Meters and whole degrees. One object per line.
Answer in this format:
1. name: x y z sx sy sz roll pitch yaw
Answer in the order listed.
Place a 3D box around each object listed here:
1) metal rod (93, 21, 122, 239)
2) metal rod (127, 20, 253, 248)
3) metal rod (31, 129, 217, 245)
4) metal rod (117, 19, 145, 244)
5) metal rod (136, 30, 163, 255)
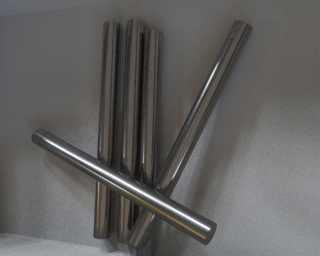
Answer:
1. metal rod: -0.074 0.004 0.435 0.025 0.025 0.298 3 91 19
2. metal rod: 0.036 0.010 0.383 0.025 0.025 0.299 27 93 17
3. metal rod: -0.067 0.062 0.398 0.300 0.025 0.025 22 98 31
4. metal rod: -0.039 0.005 0.423 0.025 0.025 0.298 3 91 19
5. metal rod: -0.014 0.022 0.414 0.025 0.025 0.298 2 91 19
